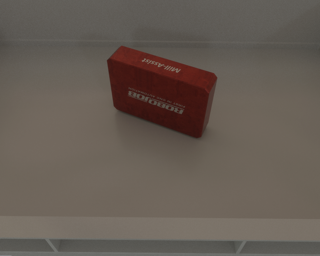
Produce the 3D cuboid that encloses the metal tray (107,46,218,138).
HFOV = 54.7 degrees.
[{"bbox_3d":[0.001,-0.045,0.396,0.130,0.089,0.030,20,53,15],"label":"metal tray"}]
